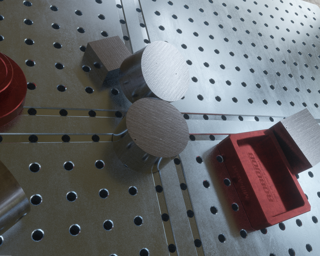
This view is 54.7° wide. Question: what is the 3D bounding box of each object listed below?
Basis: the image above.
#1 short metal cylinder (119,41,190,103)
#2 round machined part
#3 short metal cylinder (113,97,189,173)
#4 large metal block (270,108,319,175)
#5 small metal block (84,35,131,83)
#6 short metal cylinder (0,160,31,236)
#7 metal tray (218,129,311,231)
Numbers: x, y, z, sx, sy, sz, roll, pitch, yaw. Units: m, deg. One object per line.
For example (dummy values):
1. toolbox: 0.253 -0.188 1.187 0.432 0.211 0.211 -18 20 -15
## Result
1. short metal cylinder: -0.007 -0.069 0.414 0.081 0.050 0.080 9 75 -38
2. round machined part: -0.192 -0.049 0.324 0.099 0.042 0.098 14 56 -21
3. short metal cylinder: -0.012 0.009 0.380 0.081 0.050 0.080 14 56 -21
4. large metal block: 0.220 0.023 0.496 0.081 0.050 0.080 -20 73 -36
5. small metal block: -0.068 -0.097 0.430 0.050 0.025 0.050 -27 77 -37
6. short metal cylinder: -0.155 0.057 0.255 0.080 0.080 0.050 46 51 3
7. metal tray: 0.147 0.068 0.442 0.091 0.030 0.130 -6 65 -31
